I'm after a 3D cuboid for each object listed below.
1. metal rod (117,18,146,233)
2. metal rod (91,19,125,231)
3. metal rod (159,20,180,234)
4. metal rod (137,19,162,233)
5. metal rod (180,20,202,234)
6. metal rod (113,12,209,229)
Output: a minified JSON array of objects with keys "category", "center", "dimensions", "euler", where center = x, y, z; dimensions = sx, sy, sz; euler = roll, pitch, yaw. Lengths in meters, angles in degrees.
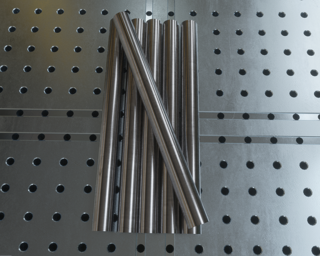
[{"category":"metal rod","center":[-0.036,-0.017,0.417],"dimensions":[0.025,0.025,0.299],"euler":[1,70,0]},{"category":"metal rod","center":[-0.066,-0.018,0.417],"dimensions":[0.025,0.025,0.299],"euler":[1,70,0]},{"category":"metal rod","center":[0.014,-0.016,0.418],"dimensions":[0.025,0.025,0.299],"euler":[1,70,0]},{"category":"metal rod","center":[-0.012,-0.016,0.417],"dimensions":[0.025,0.025,0.299],"euler":[1,70,0]},{"category":"metal rod","center":[0.040,-0.015,0.418],"dimensions":[0.025,0.025,0.299],"euler":[1,70,0]},{"category":"metal rod","center":[-0.006,-0.024,0.394],"dimensions":[0.025,0.025,0.299],"euler":[-18,71,-6]}]
